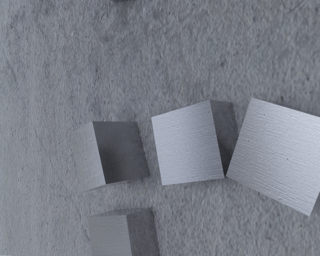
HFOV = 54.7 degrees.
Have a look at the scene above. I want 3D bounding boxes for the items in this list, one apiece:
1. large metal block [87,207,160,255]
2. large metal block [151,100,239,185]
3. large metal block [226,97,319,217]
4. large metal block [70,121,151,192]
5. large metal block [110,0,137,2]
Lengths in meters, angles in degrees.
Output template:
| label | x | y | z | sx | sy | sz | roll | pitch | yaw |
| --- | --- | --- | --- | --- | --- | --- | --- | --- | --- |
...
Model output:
| label | x | y | z | sx | sy | sz | roll | pitch | yaw |
| --- | --- | --- | --- | --- | --- | --- | --- | --- | --- |
| large metal block | -0.050 | 0.157 | 0.428 | 0.080 | 0.050 | 0.080 | -15 | 80 | 38 |
| large metal block | 0.043 | 0.018 | 0.352 | 0.080 | 0.050 | 0.080 | -15 | 80 | 38 |
| large metal block | 0.120 | 0.022 | 0.289 | 0.080 | 0.050 | 0.079 | 24 | 105 | 37 |
| large metal block | -0.067 | 0.037 | 0.422 | 0.050 | 0.081 | 0.080 | -24 | 75 | 37 |
| large metal block | -0.071 | -0.228 | 0.426 | 0.050 | 0.081 | 0.079 | 14 | 99 | 39 |
